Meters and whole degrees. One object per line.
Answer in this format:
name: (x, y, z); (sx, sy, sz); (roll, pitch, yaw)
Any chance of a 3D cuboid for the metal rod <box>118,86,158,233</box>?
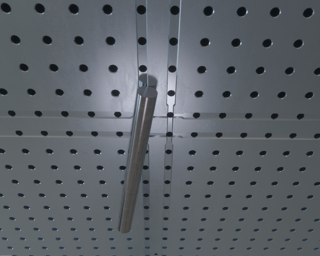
metal rod: (-0.040, 0.068, 0.469); (0.025, 0.025, 0.298); (7, 130, -6)
